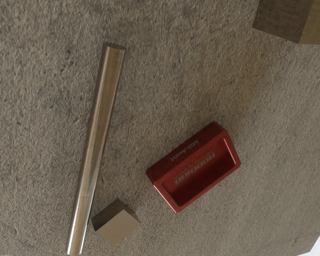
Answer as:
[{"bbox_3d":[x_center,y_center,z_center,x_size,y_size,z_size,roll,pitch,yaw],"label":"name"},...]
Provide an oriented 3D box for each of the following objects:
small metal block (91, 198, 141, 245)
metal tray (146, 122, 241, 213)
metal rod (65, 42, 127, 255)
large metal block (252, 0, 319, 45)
[{"bbox_3d":[-0.065,0.139,0.459,0.050,0.025,0.050,-39,130,-3],"label":"small metal block"},{"bbox_3d":[0.054,0.061,0.473,0.130,0.030,0.090,-36,130,-5],"label":"metal tray"},{"bbox_3d":[-0.086,0.044,0.388,0.025,0.025,0.298,2,118,-30],"label":"metal rod"},{"bbox_3d":[0.179,-0.139,0.385,0.081,0.080,0.050,-5,121,-26],"label":"large metal block"}]
